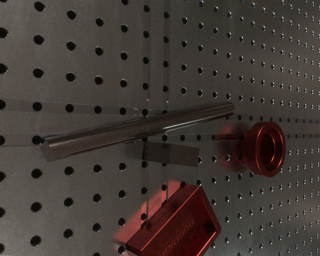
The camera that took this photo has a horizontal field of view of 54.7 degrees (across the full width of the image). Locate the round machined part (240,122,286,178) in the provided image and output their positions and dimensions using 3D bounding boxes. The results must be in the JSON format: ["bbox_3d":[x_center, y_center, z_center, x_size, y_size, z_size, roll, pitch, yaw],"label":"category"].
[{"bbox_3d":[0.181,0.037,0.553,0.099,0.042,0.097,0,90,-40],"label":"round machined part"}]

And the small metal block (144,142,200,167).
[{"bbox_3d":[0.015,0.035,0.408,0.050,0.050,0.025,11,83,-40],"label":"small metal block"}]

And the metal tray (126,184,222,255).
[{"bbox_3d":[0.025,0.152,0.429,0.131,0.030,0.090,-40,114,-33],"label":"metal tray"}]

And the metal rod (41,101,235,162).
[{"bbox_3d":[-0.002,-0.005,0.409,0.302,0.025,0.025,-14,99,-39],"label":"metal rod"}]
